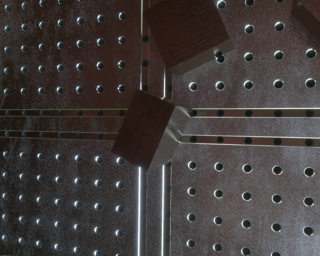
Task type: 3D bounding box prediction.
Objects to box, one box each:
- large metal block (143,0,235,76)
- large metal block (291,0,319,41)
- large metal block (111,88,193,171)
[{"bbox_3d":[0.037,-0.121,0.386,0.080,0.050,0.080,-24,82,18],"label":"large metal block"},{"bbox_3d":[0.202,-0.133,0.329,0.080,0.050,0.080,-42,77,15],"label":"large metal block"},{"bbox_3d":[-0.007,0.002,0.385,0.050,0.080,0.080,26,98,18],"label":"large metal block"}]
